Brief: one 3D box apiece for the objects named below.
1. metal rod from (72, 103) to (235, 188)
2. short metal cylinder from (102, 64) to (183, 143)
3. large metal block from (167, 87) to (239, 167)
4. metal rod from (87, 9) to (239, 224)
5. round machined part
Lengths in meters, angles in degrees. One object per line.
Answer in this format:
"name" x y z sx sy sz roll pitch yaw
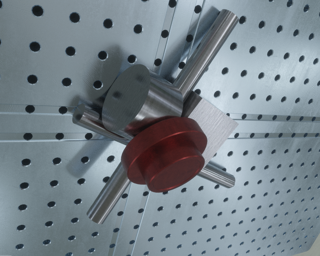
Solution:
"metal rod" 0.014 0.038 0.443 0.301 0.025 0.025 27 103 -38
"short metal cylinder" -0.021 -0.024 0.350 0.050 0.080 0.080 28 103 -38
"large metal block" 0.044 -0.001 0.416 0.080 0.050 0.080 29 102 -38
"metal rod" 0.002 -0.012 0.381 0.025 0.025 0.299 32 93 -39
"round machined part" 0.010 0.036 0.345 0.099 0.042 0.098 -21 148 -14
